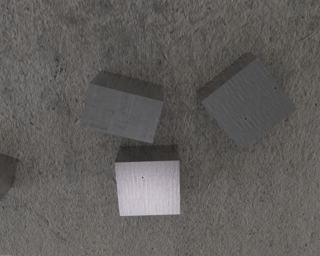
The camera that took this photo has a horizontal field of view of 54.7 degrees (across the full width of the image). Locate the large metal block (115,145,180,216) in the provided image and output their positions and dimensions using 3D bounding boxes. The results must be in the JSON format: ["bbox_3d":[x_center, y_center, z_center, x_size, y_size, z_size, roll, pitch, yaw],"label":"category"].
[{"bbox_3d":[-0.015,0.070,0.422,0.080,0.050,0.079,-2,110,0],"label":"large metal block"}]

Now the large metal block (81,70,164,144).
[{"bbox_3d":[-0.041,-0.028,0.369,0.080,0.080,0.050,14,110,-5],"label":"large metal block"}]

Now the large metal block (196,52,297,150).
[{"bbox_3d":[0.104,-0.035,0.384,0.080,0.050,0.080,-39,106,13],"label":"large metal block"}]

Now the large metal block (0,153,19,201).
[{"bbox_3d":[-0.246,0.066,0.403,0.080,0.080,0.050,19,109,-7],"label":"large metal block"}]
